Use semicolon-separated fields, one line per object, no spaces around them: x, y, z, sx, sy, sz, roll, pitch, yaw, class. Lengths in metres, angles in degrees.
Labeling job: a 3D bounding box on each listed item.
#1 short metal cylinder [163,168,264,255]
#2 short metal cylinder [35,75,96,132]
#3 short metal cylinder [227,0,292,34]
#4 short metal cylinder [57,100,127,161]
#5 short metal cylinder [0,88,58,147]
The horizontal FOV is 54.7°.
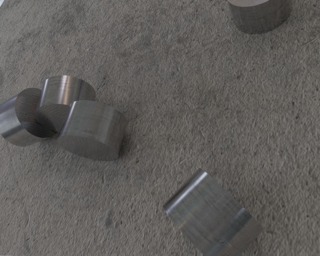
0.049;0.083;0.292;0.050;0.080;0.080;-45;51;-3;short metal cylinder
-0.139;-0.033;0.462;0.080;0.080;0.050;-13;56;21;short metal cylinder
0.136;-0.177;0.425;0.080;0.050;0.080;-13;56;21;short metal cylinder
-0.088;0.006;0.412;0.080;0.080;0.050;-2;61;27;short metal cylinder
-0.202;-0.016;0.480;0.050;0.080;0.080;-20;53;30;short metal cylinder
